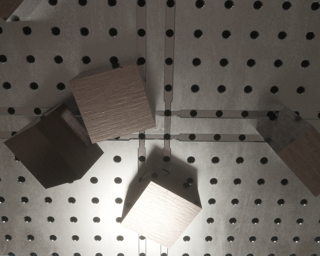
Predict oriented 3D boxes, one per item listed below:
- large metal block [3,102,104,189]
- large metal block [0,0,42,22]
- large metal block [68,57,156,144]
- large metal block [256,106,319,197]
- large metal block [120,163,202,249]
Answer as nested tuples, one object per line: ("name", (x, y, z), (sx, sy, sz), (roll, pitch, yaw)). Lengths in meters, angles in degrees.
("large metal block", (-0.133, 0.025, 0.390), (0.080, 0.050, 0.080), (-20, 112, 38))
("large metal block", (-0.163, -0.174, 0.333), (0.080, 0.050, 0.080), (-42, 105, 13))
("large metal block", (-0.055, -0.035, 0.386), (0.080, 0.050, 0.080), (-15, 110, 4))
("large metal block", (0.179, 0.027, 0.397), (0.050, 0.080, 0.080), (-42, 105, 13))
("large metal block", (0.001, 0.111, 0.441), (0.080, 0.050, 0.080), (31, 107, -11))
